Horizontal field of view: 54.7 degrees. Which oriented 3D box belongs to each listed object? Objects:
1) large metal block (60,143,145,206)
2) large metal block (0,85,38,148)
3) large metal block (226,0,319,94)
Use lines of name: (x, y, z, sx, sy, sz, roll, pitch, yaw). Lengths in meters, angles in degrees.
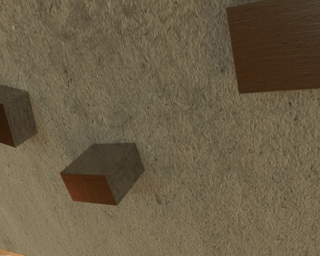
large metal block: (-0.082, 0.065, 0.454, 0.080, 0.080, 0.050, -2, 117, 29)
large metal block: (-0.260, -0.023, 0.514, 0.080, 0.050, 0.079, 14, 124, 20)
large metal block: (0.112, -0.080, 0.282, 0.080, 0.050, 0.080, -1, 118, 29)
